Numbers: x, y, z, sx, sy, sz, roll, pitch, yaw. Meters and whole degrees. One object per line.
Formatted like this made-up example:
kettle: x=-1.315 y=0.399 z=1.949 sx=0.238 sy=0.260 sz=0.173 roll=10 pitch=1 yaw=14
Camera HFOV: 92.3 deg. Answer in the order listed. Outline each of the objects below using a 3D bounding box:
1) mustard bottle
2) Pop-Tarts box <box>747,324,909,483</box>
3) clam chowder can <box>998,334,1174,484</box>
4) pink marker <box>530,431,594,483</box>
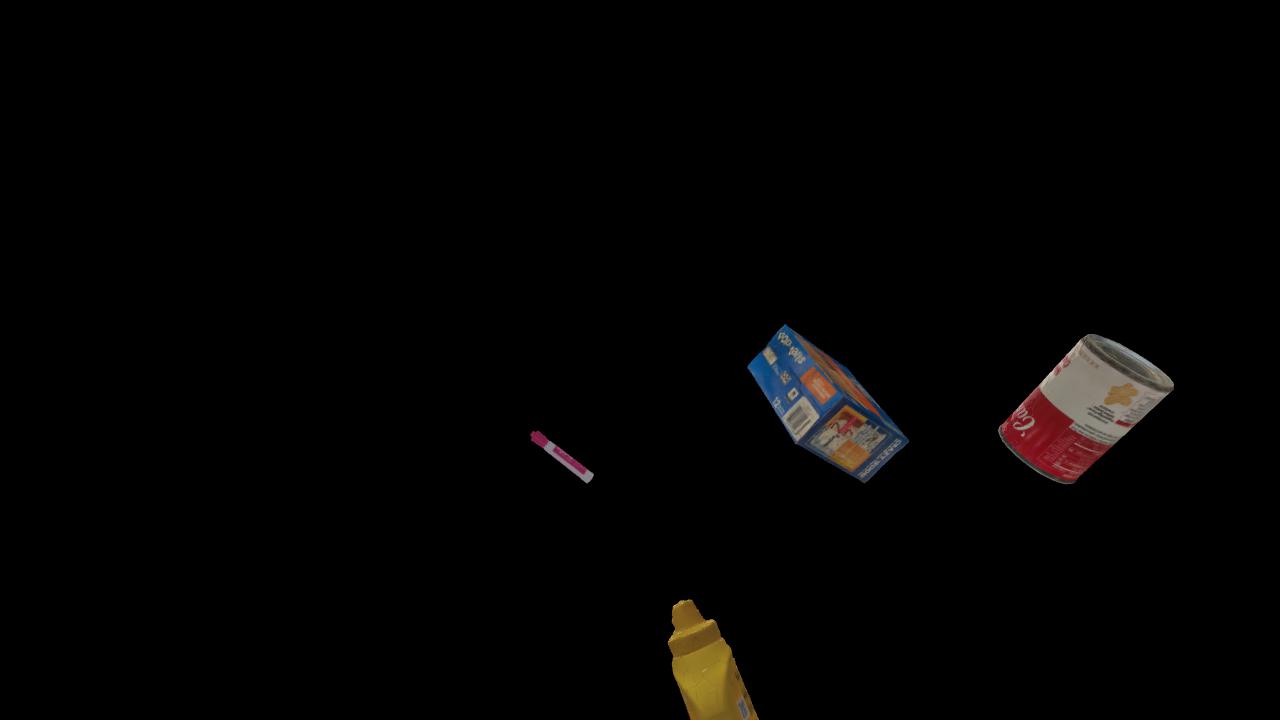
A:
mustard bottle: x=0.066 y=0.278 z=0.473 sx=0.054 sy=0.184 sz=0.092 roll=-24 pitch=-18 yaw=8
Pop-Tarts box: x=0.239 y=0.054 z=0.801 sx=0.141 sy=0.083 sz=0.167 roll=30 pitch=22 yaw=-29
clam chowder can: x=0.346 y=0.038 z=0.483 sx=0.068 sy=0.102 sz=0.068 roll=18 pitch=33 yaw=-12
pink marker: x=-0.125 y=0.153 z=0.975 sx=0.121 sy=0.020 sz=0.020 roll=41 pitch=-10 yaw=-12
